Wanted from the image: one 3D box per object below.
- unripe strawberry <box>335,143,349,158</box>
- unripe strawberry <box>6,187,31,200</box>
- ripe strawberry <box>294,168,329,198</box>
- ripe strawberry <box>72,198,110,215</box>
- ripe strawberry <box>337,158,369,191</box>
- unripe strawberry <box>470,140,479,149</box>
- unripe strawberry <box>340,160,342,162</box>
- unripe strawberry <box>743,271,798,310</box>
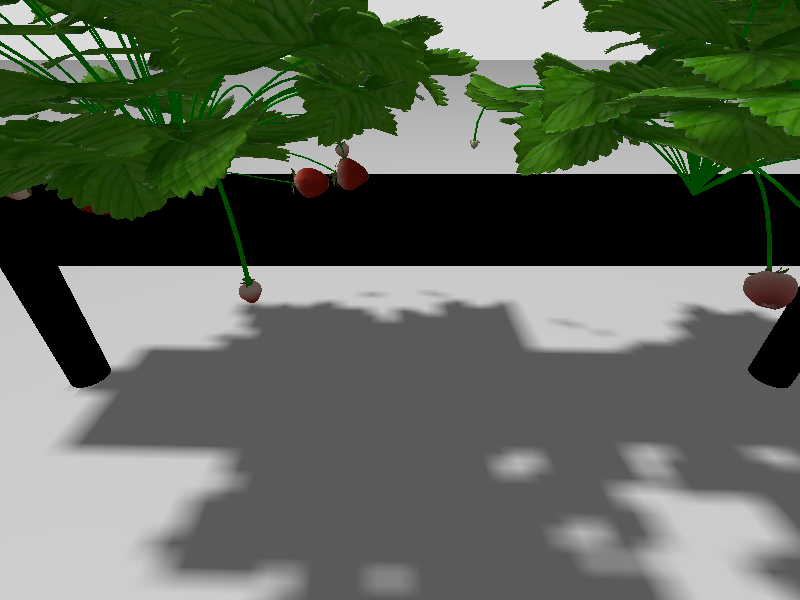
[{"bbox_3d":[-0.067,-0.175,0.469,0.017,0.015,0.017,25,-28,34],"label":"unripe strawberry"},{"bbox_3d":[-0.328,-0.098,0.338,0.024,0.025,0.022,-3,33,-4],"label":"unripe strawberry"},{"bbox_3d":[-0.075,-0.100,0.341,0.028,0.024,0.028,3,33,3],"label":"ripe strawberry"},{"bbox_3d":[-0.233,-0.078,0.306,0.029,0.025,0.029,25,41,33],"label":"ripe strawberry"},{"bbox_3d":[-0.043,-0.114,0.363,0.029,0.028,0.026,-2,33,-7],"label":"ripe strawberry"},{"bbox_3d":[0.086,-0.180,0.463,0.010,0.010,0.009,23,39,31],"label":"unripe strawberry"},{"bbox_3d":[-0.056,-0.137,0.406,0.010,0.011,0.011,-15,35,-22],"label":"unripe strawberry"},{"bbox_3d":[0.183,-0.004,0.198,0.020,0.018,0.018,13,-30,19],"label":"unripe strawberry"}]
